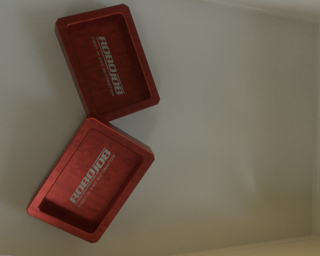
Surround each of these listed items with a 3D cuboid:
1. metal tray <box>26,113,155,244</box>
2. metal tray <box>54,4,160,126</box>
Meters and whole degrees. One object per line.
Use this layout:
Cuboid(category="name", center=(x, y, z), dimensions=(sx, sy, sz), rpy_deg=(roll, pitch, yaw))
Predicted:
Cuboid(category="metal tray", center=(-0.079, 0.059, 0.361), dimensions=(0.090, 0.030, 0.130), rpy_deg=(33, 94, -18))
Cuboid(category="metal tray", center=(-0.064, -0.077, 0.384), dimensions=(0.091, 0.030, 0.129), rpy_deg=(-21, 97, -19))
